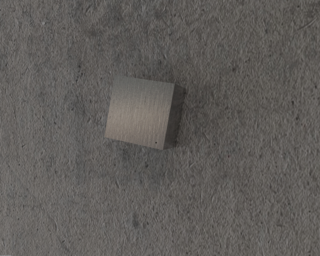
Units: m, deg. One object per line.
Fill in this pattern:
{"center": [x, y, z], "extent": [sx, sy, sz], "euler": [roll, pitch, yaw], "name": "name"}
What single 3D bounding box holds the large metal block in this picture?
{"center": [-0.018, -0.020, 0.402], "extent": [0.080, 0.050, 0.080], "euler": [11, 94, 19], "name": "large metal block"}
